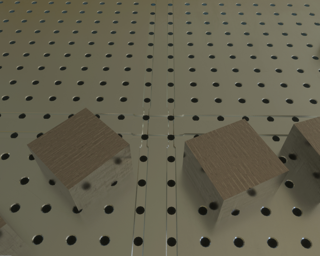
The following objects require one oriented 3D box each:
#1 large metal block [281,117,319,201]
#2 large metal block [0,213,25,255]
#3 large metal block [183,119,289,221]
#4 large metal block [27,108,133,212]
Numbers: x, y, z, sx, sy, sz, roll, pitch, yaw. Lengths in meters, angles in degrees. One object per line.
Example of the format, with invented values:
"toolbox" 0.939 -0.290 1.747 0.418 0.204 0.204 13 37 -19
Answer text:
"large metal block" 0.208 0.030 0.367 0.081 0.050 0.080 -15 52 -12
"large metal block" -0.198 0.106 0.302 0.080 0.050 0.080 35 58 26
"large metal block" 0.081 0.045 0.354 0.081 0.050 0.080 -20 53 -16
"large metal block" -0.091 0.034 0.363 0.080 0.050 0.080 37 59 27
